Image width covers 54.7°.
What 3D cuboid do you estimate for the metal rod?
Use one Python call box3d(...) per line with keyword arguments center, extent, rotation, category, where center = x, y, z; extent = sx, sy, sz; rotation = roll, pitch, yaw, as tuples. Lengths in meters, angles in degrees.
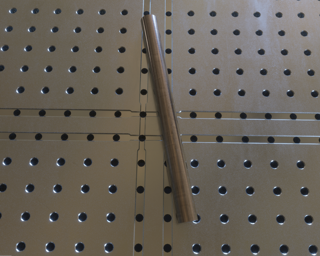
box3d(center=(0.008, -0.026, 0.421), extent=(0.025, 0.025, 0.299), rotation=(-9, 70, -4), category="metal rod")
